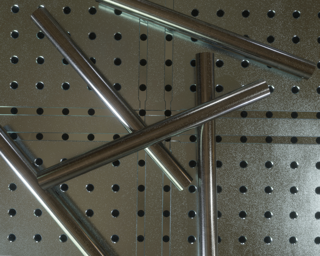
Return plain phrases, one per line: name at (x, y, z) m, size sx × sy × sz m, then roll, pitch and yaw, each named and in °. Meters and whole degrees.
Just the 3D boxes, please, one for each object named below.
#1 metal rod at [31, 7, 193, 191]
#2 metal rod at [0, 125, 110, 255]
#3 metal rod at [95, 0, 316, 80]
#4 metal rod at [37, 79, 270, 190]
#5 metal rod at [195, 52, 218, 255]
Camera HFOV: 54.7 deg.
metal rod at (-0.063, -0.038, 0.412) m, size 0.025 × 0.025 × 0.300 m, roll -41°, pitch 91°, yaw 0°
metal rod at (-0.126, 0.119, 0.411) m, size 0.025 × 0.025 × 0.300 m, roll -40°, pitch 91°, yaw 0°
metal rod at (0.060, -0.128, 0.414) m, size 0.301 × 0.025 × 0.025 m, roll 20°, pitch 90°, yaw -1°
metal rod at (-0.007, 0.008, 0.387) m, size 0.301 × 0.025 × 0.025 m, roll -23°, pitch 90°, yaw -1°
metal rod at (0.063, 0.051, 0.414) m, size 0.025 × 0.025 × 0.298 m, roll -1°, pitch 90°, yaw -1°
